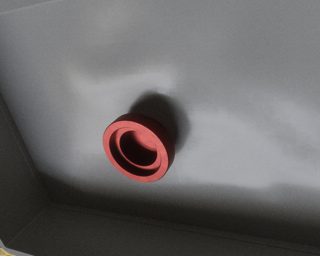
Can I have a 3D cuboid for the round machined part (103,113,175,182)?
[{"bbox_3d":[-0.025,0.023,0.423,0.098,0.042,0.097,13,124,20],"label":"round machined part"}]
